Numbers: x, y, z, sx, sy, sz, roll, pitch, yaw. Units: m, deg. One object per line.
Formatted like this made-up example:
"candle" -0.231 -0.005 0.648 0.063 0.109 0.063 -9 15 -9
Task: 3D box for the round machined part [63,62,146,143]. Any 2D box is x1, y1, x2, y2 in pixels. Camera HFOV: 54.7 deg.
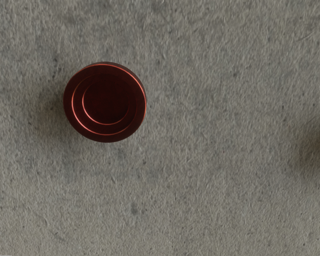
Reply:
"round machined part" -0.066 -0.034 0.387 0.099 0.042 0.097 0 110 -1
